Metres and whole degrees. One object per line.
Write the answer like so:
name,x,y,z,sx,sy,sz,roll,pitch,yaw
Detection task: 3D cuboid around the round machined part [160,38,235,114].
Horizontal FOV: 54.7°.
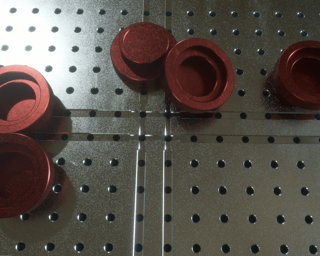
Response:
round machined part,0.047,-0.067,0.417,0.099,0.042,0.097,3,81,-17

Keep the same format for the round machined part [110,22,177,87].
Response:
round machined part,-0.022,-0.112,0.443,0.099,0.042,0.098,0,70,-1

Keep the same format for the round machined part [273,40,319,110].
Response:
round machined part,0.206,-0.069,0.430,0.099,0.042,0.098,0,70,-1

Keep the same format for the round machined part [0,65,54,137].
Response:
round machined part,-0.190,-0.031,0.412,0.099,0.042,0.098,0,70,-1

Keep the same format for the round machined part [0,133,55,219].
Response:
round machined part,-0.177,0.057,0.375,0.099,0.042,0.098,1,78,-2
